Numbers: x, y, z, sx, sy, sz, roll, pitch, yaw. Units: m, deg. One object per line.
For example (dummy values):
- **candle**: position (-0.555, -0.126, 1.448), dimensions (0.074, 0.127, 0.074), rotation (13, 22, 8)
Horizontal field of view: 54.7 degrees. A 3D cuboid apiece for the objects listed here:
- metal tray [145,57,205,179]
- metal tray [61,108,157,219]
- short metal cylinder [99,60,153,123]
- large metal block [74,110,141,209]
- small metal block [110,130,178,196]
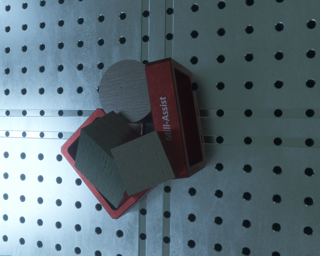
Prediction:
- **metal tray**: position (0.021, -0.010, 0.370), dimensions (0.030, 0.090, 0.129), rotation (-10, 87, 19)
- **metal tray**: position (-0.067, 0.048, 0.431), dimensions (0.090, 0.030, 0.130), rotation (-45, 77, 14)
- **short metal cylinder**: position (-0.033, -0.046, 0.410), dimensions (0.080, 0.050, 0.079), rotation (0, 90, 19)
- **large metal block**: position (-0.056, 0.040, 0.385), dimensions (0.080, 0.050, 0.079), rotation (41, 138, 14)
- **small metal block**: position (-0.015, 0.036, 0.317), dimensions (0.050, 0.025, 0.050), rotation (-23, 83, 7)
